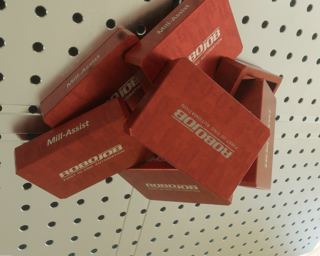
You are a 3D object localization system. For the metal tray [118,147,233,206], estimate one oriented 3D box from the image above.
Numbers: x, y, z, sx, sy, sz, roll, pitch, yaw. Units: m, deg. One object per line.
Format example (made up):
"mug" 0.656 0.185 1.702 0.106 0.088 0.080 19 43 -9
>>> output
"metal tray" 0.019 0.063 0.400 0.090 0.130 0.030 51 47 -40

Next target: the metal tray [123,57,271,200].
"metal tray" 0.041 0.003 0.317 0.130 0.030 0.090 36 84 -19

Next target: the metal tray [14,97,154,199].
"metal tray" -0.080 0.027 0.351 0.130 0.030 0.090 -26 145 2

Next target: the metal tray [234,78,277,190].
"metal tray" 0.123 0.012 0.400 0.090 0.030 0.130 24 71 -58

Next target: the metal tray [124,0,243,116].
"metal tray" 0.033 -0.084 0.349 0.130 0.030 0.090 -47 133 -14

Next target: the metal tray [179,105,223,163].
"metal tray" 0.063 0.013 0.412 0.030 0.090 0.130 -39 129 -1

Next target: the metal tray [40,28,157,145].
"metal tray" -0.056 -0.035 0.354 0.130 0.030 0.090 -44 129 1

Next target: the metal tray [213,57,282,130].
"metal tray" 0.108 -0.038 0.414 0.131 0.030 0.089 -1 121 -51
